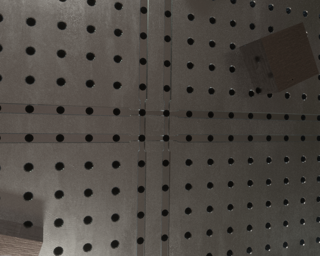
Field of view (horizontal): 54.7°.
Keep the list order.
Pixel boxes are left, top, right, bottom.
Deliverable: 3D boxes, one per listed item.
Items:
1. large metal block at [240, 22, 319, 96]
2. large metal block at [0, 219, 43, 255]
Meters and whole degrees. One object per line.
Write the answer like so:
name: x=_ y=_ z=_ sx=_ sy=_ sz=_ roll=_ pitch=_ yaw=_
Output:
large metal block: x=0.180 y=-0.103 z=0.467 sx=0.081 sy=0.050 sz=0.080 roll=-24 pitch=99 yaw=-19
large metal block: x=-0.180 y=0.146 z=0.333 sx=0.081 sy=0.050 sz=0.080 roll=20 pitch=83 yaw=-19
